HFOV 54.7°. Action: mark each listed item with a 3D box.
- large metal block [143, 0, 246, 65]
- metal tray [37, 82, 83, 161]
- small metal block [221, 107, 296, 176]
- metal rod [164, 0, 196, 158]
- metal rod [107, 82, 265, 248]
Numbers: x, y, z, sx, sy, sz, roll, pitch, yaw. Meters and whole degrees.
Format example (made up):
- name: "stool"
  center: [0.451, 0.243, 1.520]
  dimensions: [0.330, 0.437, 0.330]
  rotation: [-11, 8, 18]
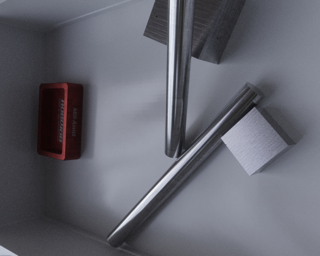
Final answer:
- name: "large metal block"
  center: [0.039, -0.127, 0.352]
  dimensions: [0.080, 0.050, 0.079]
  rotation: [31, 110, 29]
- name: "metal tray"
  center: [-0.178, -0.013, 0.546]
  dimensions: [0.090, 0.030, 0.129]
  rotation: [5, 93, 39]
- name: "small metal block"
  center: [0.101, 0.014, 0.322]
  dimensions: [0.050, 0.025, 0.050]
  rotation: [-48, 62, 29]
- name: "metal rod"
  center: [0.020, -0.088, 0.302]
  dimensions: [0.025, 0.025, 0.298]
  rotation: [33, 138, 35]
- name: "metal rod"
  center: [0.016, 0.063, 0.391]
  dimensions: [0.298, 0.025, 0.025]
  rotation: [-51, 61, 27]
